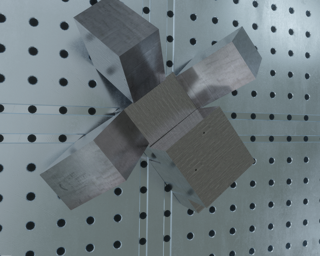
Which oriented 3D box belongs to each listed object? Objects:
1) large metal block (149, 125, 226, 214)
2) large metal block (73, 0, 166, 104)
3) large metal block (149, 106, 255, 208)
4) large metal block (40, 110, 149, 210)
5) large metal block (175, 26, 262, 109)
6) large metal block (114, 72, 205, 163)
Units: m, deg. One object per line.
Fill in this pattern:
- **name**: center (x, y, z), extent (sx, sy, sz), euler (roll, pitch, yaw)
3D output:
- **large metal block**: center (0.047, 0.052, 0.416), extent (0.080, 0.050, 0.080), euler (-39, 101, -17)
- **large metal block**: center (-0.042, -0.088, 0.351), extent (0.050, 0.080, 0.080), euler (-40, 64, -15)
- **large metal block**: center (0.049, 0.031, 0.363), extent (0.080, 0.050, 0.080), euler (-39, 103, -17)
- **large metal block**: center (-0.068, 0.033, 0.342), extent (0.080, 0.080, 0.050), euler (-31, 103, 25)
- **large metal block**: center (0.077, -0.077, 0.395), extent (0.050, 0.080, 0.080), euler (54, 34, -12)
- **large metal block**: center (0.001, -0.013, 0.399), extent (0.080, 0.050, 0.080), euler (-40, 103, -16)
